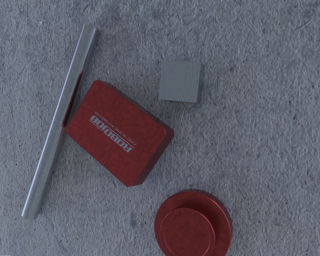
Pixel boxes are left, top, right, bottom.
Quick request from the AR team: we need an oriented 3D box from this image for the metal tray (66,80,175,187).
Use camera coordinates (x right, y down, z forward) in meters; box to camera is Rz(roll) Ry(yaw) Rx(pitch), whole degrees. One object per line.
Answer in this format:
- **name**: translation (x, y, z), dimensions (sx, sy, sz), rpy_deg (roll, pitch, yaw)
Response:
- **metal tray**: translation (-0.057, 0.005, 0.418), dimensions (0.130, 0.030, 0.090), rpy_deg (37, 101, 21)

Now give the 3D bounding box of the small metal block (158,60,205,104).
- **small metal block**: translation (0.028, -0.059, 0.398), dimensions (0.050, 0.025, 0.050), rpy_deg (7, 92, 19)

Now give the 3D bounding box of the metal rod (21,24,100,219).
- **metal rod**: translation (-0.149, -0.004, 0.459), dimensions (0.025, 0.025, 0.298), rpy_deg (23, 97, 18)

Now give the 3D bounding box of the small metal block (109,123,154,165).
- **small metal block**: translation (-0.036, 0.028, 0.421), dimensions (0.050, 0.025, 0.050), rpy_deg (39, 102, 15)

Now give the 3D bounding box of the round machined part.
- **round machined part**: translation (0.038, 0.129, 0.386), dimensions (0.098, 0.042, 0.097), rpy_deg (0, 90, 19)
